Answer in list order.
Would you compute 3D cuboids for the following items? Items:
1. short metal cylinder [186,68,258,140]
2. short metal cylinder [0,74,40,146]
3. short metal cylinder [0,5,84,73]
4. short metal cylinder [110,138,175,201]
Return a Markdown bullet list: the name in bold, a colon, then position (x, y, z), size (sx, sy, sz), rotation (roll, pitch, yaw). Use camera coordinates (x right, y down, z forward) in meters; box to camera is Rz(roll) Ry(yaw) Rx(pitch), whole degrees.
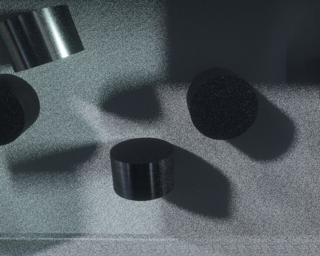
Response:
- **short metal cylinder**: position (0.075, -0.031, 0.387), size (0.081, 0.050, 0.079), rotation (0, 110, 0)
- **short metal cylinder**: position (-0.200, -0.024, 0.387), size (0.081, 0.050, 0.079), rotation (0, 110, 0)
- **short metal cylinder**: position (-0.132, -0.099, 0.344), size (0.080, 0.080, 0.050), rotation (-16, 109, 6)
- **short metal cylinder**: position (-0.022, 0.051, 0.400), size (0.080, 0.080, 0.050), rotation (-2, 110, 1)
